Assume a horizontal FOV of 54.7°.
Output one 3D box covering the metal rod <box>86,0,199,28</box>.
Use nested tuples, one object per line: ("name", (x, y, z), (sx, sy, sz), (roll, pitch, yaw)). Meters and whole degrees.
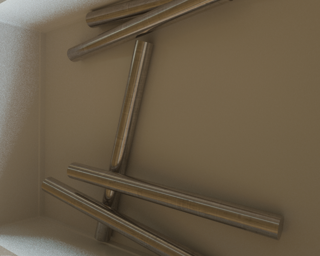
("metal rod", (0.008, -0.162, 0.398), (0.300, 0.025, 0.025), (5, 93, 39))

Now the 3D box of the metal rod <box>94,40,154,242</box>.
("metal rod", (-0.055, 0.026, 0.449), (0.025, 0.025, 0.298), (22, 103, 37))

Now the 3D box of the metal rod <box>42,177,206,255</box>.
("metal rod", (-0.055, 0.129, 0.424), (0.300, 0.025, 0.025), (17, 101, 30))

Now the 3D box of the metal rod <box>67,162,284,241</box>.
("metal rod", (-0.005, 0.082, 0.388), (0.300, 0.025, 0.025), (8, 95, 33))

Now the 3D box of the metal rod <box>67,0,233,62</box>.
("metal rod", (-0.038, -0.133, 0.421), (0.300, 0.025, 0.025), (-5, 87, 44))
